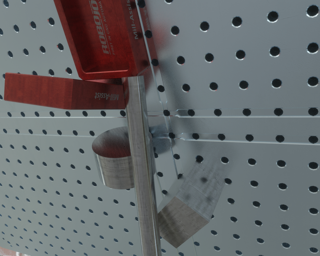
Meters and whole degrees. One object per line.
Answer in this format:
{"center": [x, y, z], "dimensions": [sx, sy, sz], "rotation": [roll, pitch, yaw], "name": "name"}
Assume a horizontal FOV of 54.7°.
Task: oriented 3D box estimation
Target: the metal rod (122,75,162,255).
{"center": [-0.017, 0.087, 0.382], "dimensions": [0.025, 0.025, 0.298], "rotation": [1, 103, 28], "name": "metal rod"}

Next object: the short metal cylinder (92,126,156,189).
{"center": [-0.048, 0.039, 0.425], "dimensions": [0.080, 0.080, 0.050], "rotation": [8, 122, 24], "name": "short metal cylinder"}

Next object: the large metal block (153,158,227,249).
{"center": [0.037, 0.101, 0.419], "dimensions": [0.050, 0.080, 0.080], "rotation": [38, 129, 3], "name": "large metal block"}

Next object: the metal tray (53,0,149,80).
{"center": [-0.072, -0.124, 0.368], "dimensions": [0.090, 0.030, 0.129], "rotation": [2, 119, 27], "name": "metal tray"}

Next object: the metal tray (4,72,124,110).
{"center": [-0.100, -0.042, 0.370], "dimensions": [0.090, 0.131, 0.030], "rotation": [9, 97, 24], "name": "metal tray"}
